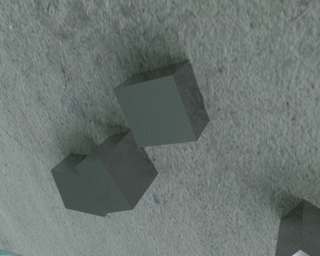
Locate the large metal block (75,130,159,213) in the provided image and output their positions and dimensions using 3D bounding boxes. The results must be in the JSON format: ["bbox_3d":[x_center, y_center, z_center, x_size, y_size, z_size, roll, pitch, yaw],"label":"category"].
[{"bbox_3d":[-0.057,0.060,0.437,0.050,0.080,0.080,-18,109,35],"label":"large metal block"}]

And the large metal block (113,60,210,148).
[{"bbox_3d":[0.004,-0.027,0.371,0.080,0.050,0.080,-8,114,31],"label":"large metal block"}]

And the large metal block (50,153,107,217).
[{"bbox_3d":[-0.120,0.092,0.509,0.080,0.050,0.079,4,120,26],"label":"large metal block"}]

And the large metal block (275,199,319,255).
[{"bbox_3d":[0.187,0.145,0.363,0.080,0.080,0.050,32,128,7],"label":"large metal block"}]
